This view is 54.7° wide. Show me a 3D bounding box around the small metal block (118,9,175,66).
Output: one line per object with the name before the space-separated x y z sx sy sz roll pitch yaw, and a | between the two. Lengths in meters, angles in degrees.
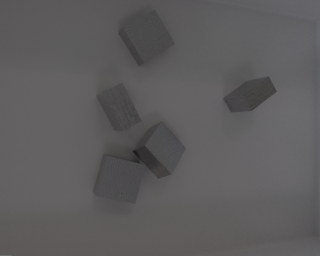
small metal block | -0.017 -0.117 0.404 0.050 0.025 0.050 -36 102 -17

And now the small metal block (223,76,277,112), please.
small metal block | 0.128 -0.047 0.444 0.050 0.050 0.025 -35 102 -17

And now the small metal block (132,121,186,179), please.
small metal block | 0.000 0.028 0.399 0.050 0.025 0.050 48 45 -14

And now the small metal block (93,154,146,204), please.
small metal block | -0.052 0.064 0.392 0.050 0.025 0.050 17 85 -19

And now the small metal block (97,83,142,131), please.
small metal block | -0.051 -0.024 0.378 0.025 0.050 0.050 -29 100 -17
